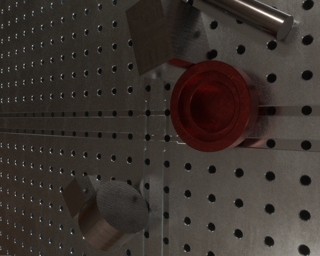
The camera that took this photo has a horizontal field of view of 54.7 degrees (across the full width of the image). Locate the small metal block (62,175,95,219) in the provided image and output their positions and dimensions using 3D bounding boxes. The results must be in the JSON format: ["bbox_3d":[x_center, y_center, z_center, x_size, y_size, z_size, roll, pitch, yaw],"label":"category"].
[{"bbox_3d":[-0.133,0.115,0.516,0.050,0.025,0.050,-46,63,30],"label":"small metal block"}]

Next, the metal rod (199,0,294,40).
[{"bbox_3d":[0.028,-0.184,0.384,0.300,0.025,0.025,42,115,31],"label":"metal rod"}]

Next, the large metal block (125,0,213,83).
[{"bbox_3d":[0.013,-0.102,0.361,0.050,0.081,0.080,-20,77,38],"label":"large metal block"}]

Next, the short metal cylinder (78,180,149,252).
[{"bbox_3d":[-0.063,0.119,0.423,0.050,0.081,0.080,-48,62,29],"label":"short metal cylinder"}]

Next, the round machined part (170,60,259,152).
[{"bbox_3d":[0.062,-0.023,0.345,0.098,0.042,0.097,1,91,39],"label":"round machined part"}]
